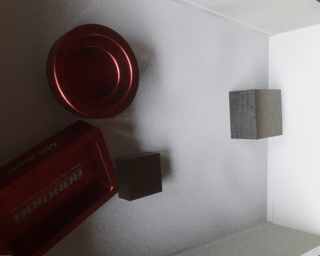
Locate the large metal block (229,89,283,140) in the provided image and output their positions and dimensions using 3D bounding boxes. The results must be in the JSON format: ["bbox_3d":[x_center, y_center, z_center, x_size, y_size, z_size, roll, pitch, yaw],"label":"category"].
[{"bbox_3d":[0.165,-0.025,0.532,0.081,0.050,0.079,-6,94,-40],"label":"large metal block"}]

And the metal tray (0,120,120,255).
[{"bbox_3d":[-0.105,0.062,0.299,0.131,0.030,0.089,-37,131,-34],"label":"metal tray"}]

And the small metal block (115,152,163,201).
[{"bbox_3d":[-0.026,0.059,0.387,0.050,0.025,0.050,-7,95,-40],"label":"small metal block"}]

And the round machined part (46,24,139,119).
[{"bbox_3d":[-0.074,-0.058,0.335,0.099,0.042,0.097,0,90,-40],"label":"round machined part"}]
